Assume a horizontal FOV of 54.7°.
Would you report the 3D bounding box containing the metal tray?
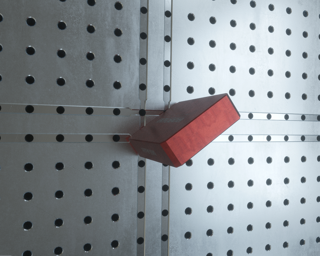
[{"bbox_3d":[0.022,0.001,0.366,0.090,0.130,0.030,-36,102,-17],"label":"metal tray"}]
